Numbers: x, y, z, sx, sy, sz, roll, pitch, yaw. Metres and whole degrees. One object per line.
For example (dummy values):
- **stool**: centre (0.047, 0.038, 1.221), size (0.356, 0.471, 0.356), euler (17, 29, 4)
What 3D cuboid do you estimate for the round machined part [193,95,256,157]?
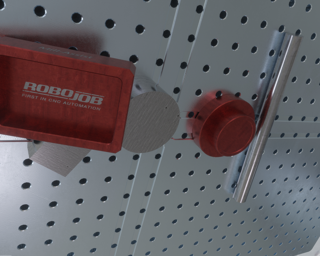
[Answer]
- **round machined part**: centre (0.101, 0.003, 0.458), size (0.099, 0.042, 0.097), euler (-14, 124, -21)

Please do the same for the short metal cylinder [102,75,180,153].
- **short metal cylinder**: centre (-0.023, -0.017, 0.372), size (0.081, 0.050, 0.079), euler (-14, 124, -21)

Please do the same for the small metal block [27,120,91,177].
- **small metal block**: centre (-0.116, 0.022, 0.362), size (0.050, 0.025, 0.050), euler (-46, 129, 4)

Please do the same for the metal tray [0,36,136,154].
- **metal tray**: centre (-0.096, -0.030, 0.303), size (0.131, 0.030, 0.089), euler (10, 116, -6)

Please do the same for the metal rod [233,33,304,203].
- **metal rod**: centre (0.168, 0.000, 0.502), size (0.025, 0.025, 0.298), euler (-6, 121, -26)
